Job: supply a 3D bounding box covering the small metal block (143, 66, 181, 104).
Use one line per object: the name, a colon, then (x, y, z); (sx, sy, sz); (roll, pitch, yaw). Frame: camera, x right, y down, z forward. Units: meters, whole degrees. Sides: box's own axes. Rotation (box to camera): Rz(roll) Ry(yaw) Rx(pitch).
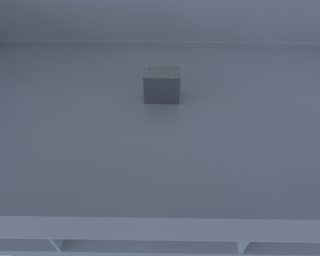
small metal block: (0.003, -0.060, 0.440); (0.050, 0.050, 0.025); (1, 50, 1)
